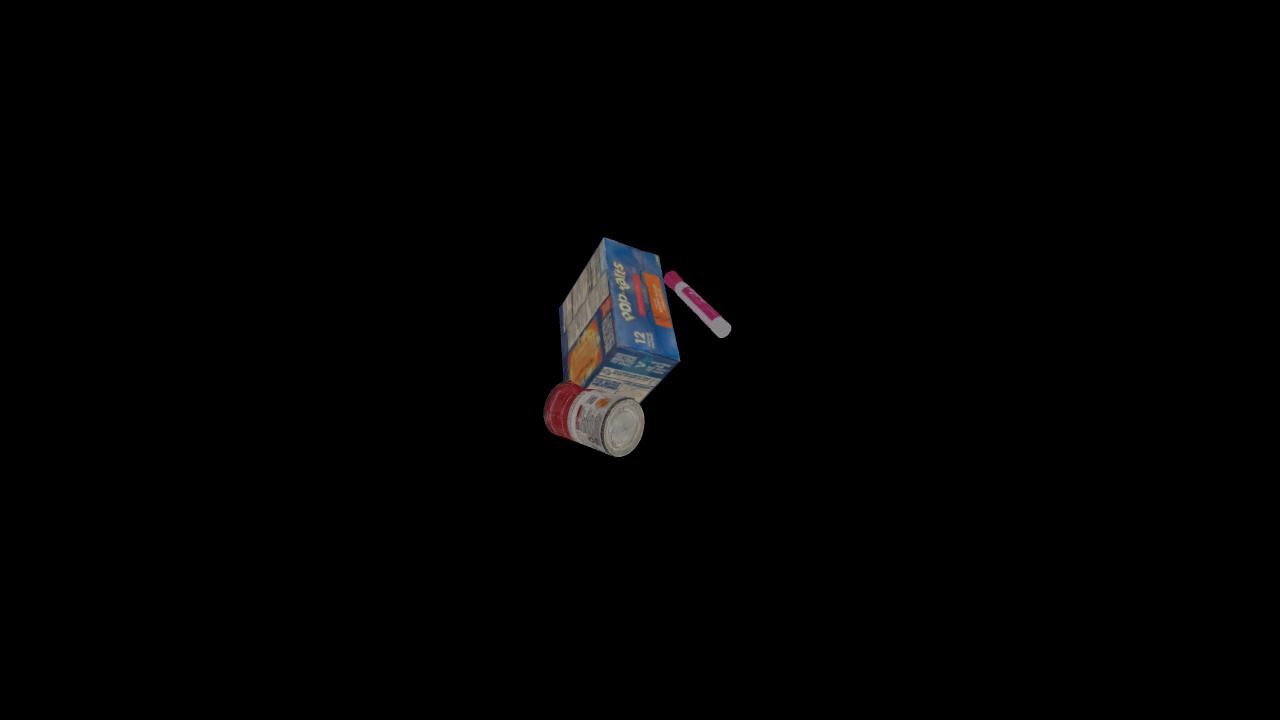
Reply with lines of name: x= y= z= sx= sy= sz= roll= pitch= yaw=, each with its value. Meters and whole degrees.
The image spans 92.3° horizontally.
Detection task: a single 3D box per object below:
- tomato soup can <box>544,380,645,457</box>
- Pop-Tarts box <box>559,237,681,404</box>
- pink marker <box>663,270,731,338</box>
tomato soup can: x=-0.052 y=0.065 z=0.697 sx=0.101 sy=0.068 sz=0.068 roll=12 pitch=8 yaw=42
Pop-Tarts box: x=-0.032 y=-0.034 z=0.747 sx=0.083 sy=0.167 sz=0.141 roll=12 pitch=-41 yaw=-27
pink marker: x=0.062 y=-0.066 z=0.700 sx=0.020 sy=0.020 sz=0.121 roll=0 pitch=37 yaw=-37
